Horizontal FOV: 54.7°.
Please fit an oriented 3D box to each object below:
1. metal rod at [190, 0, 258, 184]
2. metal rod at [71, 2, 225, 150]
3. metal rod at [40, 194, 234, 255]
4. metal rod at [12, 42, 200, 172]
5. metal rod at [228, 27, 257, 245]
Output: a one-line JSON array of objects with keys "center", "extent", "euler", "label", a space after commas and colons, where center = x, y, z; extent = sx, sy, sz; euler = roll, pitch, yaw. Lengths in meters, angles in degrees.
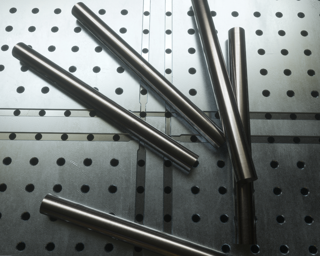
[{"center": [0.081, -0.072, 0.424], "extent": [0.025, 0.025, 0.299], "euler": [-7, 65, -3], "label": "metal rod"}, {"center": [-0.021, -0.081, 0.441], "extent": [0.025, 0.025, 0.300], "euler": [-42, 76, -14], "label": "metal rod"}, {"center": [0.004, 0.136, 0.362], "extent": [0.301, 0.025, 0.025], "euler": [17, 71, 5], "label": "metal rod"}, {"center": [-0.081, -0.034, 0.422], "extent": [0.301, 0.025, 0.025], "euler": [33, 73, 11], "label": "metal rod"}, {"center": [0.108, -0.004, 0.414], "extent": [0.025, 0.025, 0.299], "euler": [3, 70, 0], "label": "metal rod"}]
